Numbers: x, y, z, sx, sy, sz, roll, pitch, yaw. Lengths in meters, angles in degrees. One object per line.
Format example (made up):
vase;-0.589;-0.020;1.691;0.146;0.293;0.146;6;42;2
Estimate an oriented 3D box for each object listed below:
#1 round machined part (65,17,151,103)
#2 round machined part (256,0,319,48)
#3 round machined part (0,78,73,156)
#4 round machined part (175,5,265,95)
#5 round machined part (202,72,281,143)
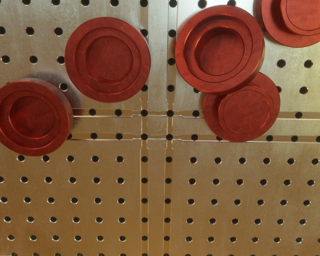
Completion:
round machined part;-0.060;-0.082;0.373;0.099;0.042;0.097;0;110;0
round machined part;0.164;-0.141;0.353;0.099;0.042;0.097;0;110;0
round machined part;-0.160;-0.016;0.397;0.099;0.042;0.097;0;110;0
round machined part;0.070;-0.086;0.358;0.098;0.042;0.098;-2;85;23
round machined part;0.105;-0.026;0.395;0.099;0.042;0.097;0;110;0
